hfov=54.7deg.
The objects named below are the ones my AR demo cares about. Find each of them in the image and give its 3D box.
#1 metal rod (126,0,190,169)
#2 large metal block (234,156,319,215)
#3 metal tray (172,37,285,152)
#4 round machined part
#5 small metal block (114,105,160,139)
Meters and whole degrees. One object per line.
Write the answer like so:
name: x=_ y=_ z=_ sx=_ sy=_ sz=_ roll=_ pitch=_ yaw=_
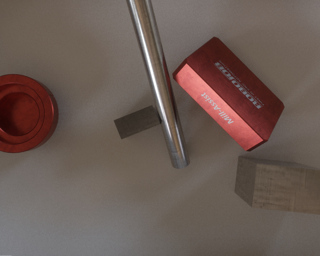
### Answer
metal rod: x=-0.008 y=-0.081 z=0.345 sx=0.025 sy=0.025 sz=0.298 roll=-16 pitch=117 yaw=0
large metal block: x=0.145 y=0.068 z=0.386 sx=0.081 sy=0.080 sz=0.050 roll=6 pitch=90 yaw=-1
metal tray: x=0.088 y=-0.045 z=0.383 sx=0.130 sy=0.030 sz=0.090 roll=45 pitch=46 yaw=0
round machined part: x=-0.180 y=-0.018 z=0.401 sx=0.099 sy=0.042 sz=0.097 roll=0 pitch=90 yaw=-1
small metal block: x=-0.028 y=-0.007 z=0.399 sx=0.050 sy=0.050 sz=0.025 roll=-22 pitch=90 yaw=0
